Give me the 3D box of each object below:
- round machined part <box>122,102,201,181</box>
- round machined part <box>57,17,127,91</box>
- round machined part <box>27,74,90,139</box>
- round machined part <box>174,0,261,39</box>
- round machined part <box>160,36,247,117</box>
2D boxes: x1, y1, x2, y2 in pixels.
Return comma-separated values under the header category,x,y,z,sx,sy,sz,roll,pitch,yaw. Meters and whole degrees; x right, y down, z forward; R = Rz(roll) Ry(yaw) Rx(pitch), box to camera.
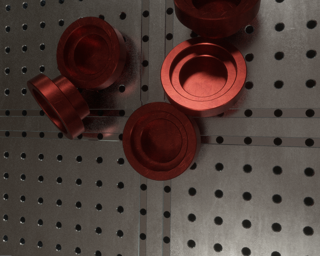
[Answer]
category,x,y,z,sx,sy,sz,roll,pitch,yaw
round machined part,0.005,0.016,0.400,0.098,0.042,0.097,1,92,21
round machined part,-0.091,-0.101,0.434,0.098,0.042,0.097,0,90,19
round machined part,-0.135,-0.034,0.431,0.042,0.098,0.098,-40,75,-22
round machined part,0.067,-0.144,0.364,0.099,0.042,0.098,-4,58,7
round machined part,0.052,-0.057,0.373,0.098,0.042,0.098,-3,69,9
